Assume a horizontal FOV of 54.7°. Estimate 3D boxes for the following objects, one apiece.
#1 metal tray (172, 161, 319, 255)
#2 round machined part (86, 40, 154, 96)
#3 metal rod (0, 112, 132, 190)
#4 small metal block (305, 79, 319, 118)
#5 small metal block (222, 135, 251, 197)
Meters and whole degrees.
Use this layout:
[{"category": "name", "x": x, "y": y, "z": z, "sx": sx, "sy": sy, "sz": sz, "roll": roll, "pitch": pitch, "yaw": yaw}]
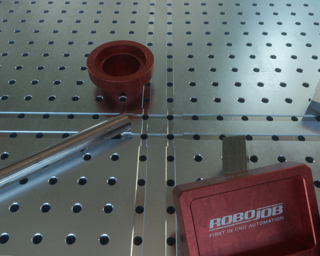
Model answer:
[{"category": "metal tray", "x": 0.085, "y": 0.089, "z": 0.297, "sx": 0.131, "sy": 0.030, "sz": 0.089, "roll": -11, "pitch": 91, "yaw": -9}, {"category": "round machined part", "x": -0.058, "y": -0.087, "z": 0.469, "sx": 0.099, "sy": 0.042, "sz": 0.098, "roll": 0, "pitch": 50, "yaw": 0}, {"category": "metal rod", "x": -0.171, "y": 0.052, "z": 0.362, "sx": 0.302, "sy": 0.025, "sz": 0.025, "roll": -26, "pitch": 55, "yaw": -20}, {"category": "small metal block", "x": 0.243, "y": -0.037, "z": 0.440, "sx": 0.050, "sy": 0.025, "sz": 0.050, "roll": 24, "pitch": 54, "yaw": 19}, {"category": "small metal block", "x": 0.087, "y": 0.044, "z": 0.351, "sx": 0.025, "sy": 0.050, "sz": 0.050, "roll": -6, "pitch": 48, "yaw": 18}]
